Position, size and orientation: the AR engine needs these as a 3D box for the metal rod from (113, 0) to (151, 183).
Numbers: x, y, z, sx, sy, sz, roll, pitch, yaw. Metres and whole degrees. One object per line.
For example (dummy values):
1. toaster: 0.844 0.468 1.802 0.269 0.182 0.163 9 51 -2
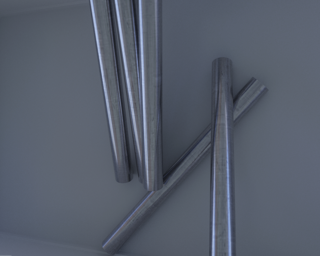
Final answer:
1. metal rod: -0.029 -0.065 0.354 0.025 0.025 0.298 4 117 20

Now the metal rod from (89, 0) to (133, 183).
1. metal rod: -0.058 -0.064 0.364 0.025 0.025 0.298 6 118 20

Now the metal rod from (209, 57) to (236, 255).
1. metal rod: 0.065 0.055 0.322 0.025 0.025 0.299 -4 64 20

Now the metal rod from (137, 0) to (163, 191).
1. metal rod: -0.010 -0.065 0.335 0.025 0.025 0.298 8 114 20

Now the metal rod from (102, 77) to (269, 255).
1. metal rod: 0.024 0.057 0.401 0.025 0.025 0.299 44 103 14
